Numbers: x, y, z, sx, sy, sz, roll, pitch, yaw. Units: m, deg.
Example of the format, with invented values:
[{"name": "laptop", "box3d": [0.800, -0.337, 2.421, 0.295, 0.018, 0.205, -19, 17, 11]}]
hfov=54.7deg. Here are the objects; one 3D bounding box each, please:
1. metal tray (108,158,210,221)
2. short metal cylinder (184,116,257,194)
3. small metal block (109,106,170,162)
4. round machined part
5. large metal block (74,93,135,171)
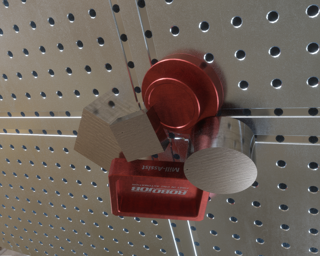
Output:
[{"name": "metal tray", "box3d": [-0.001, 0.086, 0.425, 0.131, 0.030, 0.089, 4, 130, 0]}, {"name": "short metal cylinder", "box3d": [0.071, 0.033, 0.363, 0.080, 0.050, 0.079, 7, 133, 8]}, {"name": "small metal block", "box3d": [-0.024, 0.008, 0.368, 0.050, 0.025, 0.050, -18, 106, 23]}, {"name": "round machined part", "box3d": [0.021, -0.034, 0.368, 0.098, 0.042, 0.097, 13, 124, 21]}, {"name": "large metal block", "box3d": [-0.067, 0.011, 0.437, 0.080, 0.050, 0.079, 31, 128, 8]}]
